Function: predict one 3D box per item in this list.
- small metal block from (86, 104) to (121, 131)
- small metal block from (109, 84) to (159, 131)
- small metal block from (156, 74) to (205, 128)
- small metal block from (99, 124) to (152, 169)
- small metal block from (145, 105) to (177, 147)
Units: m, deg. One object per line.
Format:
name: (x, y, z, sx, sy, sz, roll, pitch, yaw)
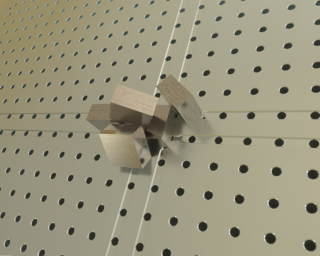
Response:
small metal block: (-0.065, -0.010, 0.433, 0.050, 0.050, 0.025, 1, 63, 30)
small metal block: (-0.033, -0.024, 0.380, 0.050, 0.050, 0.025, 18, 67, -4)
small metal block: (0.027, -0.034, 0.400, 0.025, 0.050, 0.050, -40, 51, 1)
small metal block: (-0.044, 0.023, 0.399, 0.050, 0.050, 0.025, 1, 31, 29)
small metal block: (-0.009, -0.003, 0.416, 0.050, 0.025, 0.050, 2, 63, 28)
